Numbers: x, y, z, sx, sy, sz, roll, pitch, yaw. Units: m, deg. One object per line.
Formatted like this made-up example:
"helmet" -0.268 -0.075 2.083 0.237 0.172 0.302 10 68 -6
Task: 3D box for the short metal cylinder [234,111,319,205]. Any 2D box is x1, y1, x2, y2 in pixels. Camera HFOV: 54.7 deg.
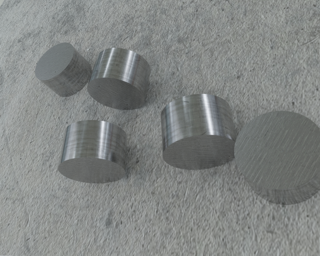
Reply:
"short metal cylinder" 0.120 0.030 0.307 0.080 0.050 0.080 -13 56 21

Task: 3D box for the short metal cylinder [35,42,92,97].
"short metal cylinder" -0.167 -0.101 0.538 0.080 0.050 0.080 -13 56 21

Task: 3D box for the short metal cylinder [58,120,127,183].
"short metal cylinder" -0.083 0.032 0.393 0.080 0.080 0.050 -14 56 21

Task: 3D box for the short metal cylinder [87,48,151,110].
"short metal cylinder" -0.057 -0.067 0.440 0.080 0.080 0.050 -4 60 26

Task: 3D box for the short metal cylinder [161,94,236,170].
"short metal cylinder" 0.042 0.007 0.342 0.080 0.080 0.050 -16 56 19
